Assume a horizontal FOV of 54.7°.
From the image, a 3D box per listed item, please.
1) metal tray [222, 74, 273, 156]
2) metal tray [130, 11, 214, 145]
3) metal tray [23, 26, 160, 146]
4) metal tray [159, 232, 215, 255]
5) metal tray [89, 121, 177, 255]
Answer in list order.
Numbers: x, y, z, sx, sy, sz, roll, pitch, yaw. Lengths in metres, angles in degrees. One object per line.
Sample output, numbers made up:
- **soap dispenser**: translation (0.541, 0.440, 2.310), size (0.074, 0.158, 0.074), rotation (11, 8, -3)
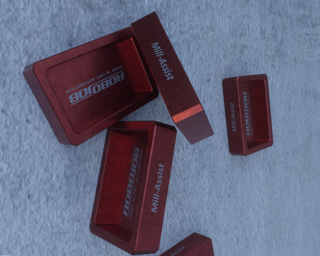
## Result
- **metal tray**: translation (0.153, -0.025, 0.532), size (0.091, 0.030, 0.129), rotation (-13, 98, -40)
- **metal tray**: translation (0.015, -0.053, 0.347), size (0.130, 0.030, 0.090), rotation (67, 8, 23)
- **metal tray**: translation (-0.068, -0.049, 0.345), size (0.131, 0.030, 0.090), rotation (-35, 112, -35)
- **metal tray**: translation (0.024, 0.215, 0.425), size (0.131, 0.030, 0.089), rotation (-18, 102, -39)
- **metal tray**: translation (-0.031, 0.058, 0.337), size (0.030, 0.090, 0.129), rotation (15, 80, -40)
